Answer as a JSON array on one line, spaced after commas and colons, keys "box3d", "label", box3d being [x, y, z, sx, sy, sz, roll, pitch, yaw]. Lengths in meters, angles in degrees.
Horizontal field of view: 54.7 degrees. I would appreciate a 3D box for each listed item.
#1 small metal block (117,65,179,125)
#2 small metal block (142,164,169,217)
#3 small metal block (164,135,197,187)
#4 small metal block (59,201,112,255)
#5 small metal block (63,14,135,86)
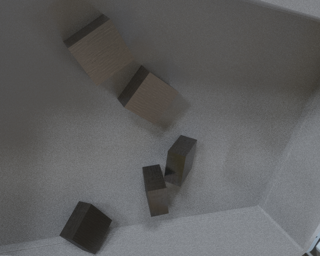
[{"box3d": [-0.014, -0.039, 0.376, 0.050, 0.025, 0.050, 30, 102, -38], "label": "small metal block"}, {"box3d": [-0.007, 0.088, 0.440, 0.025, 0.050, 0.050, -9, 124, -7], "label": "small metal block"}, {"box3d": [0.029, 0.045, 0.435, 0.050, 0.025, 0.050, -46, 148, -56], "label": "small metal block"}, {"box3d": [-0.099, 0.136, 0.422, 0.050, 0.025, 0.050, 54, 49, -39], "label": "small metal block"}, {"box3d": [-0.063, -0.081, 0.324, 0.050, 0.025, 0.050, -37, 129, -4], "label": "small metal block"}]
